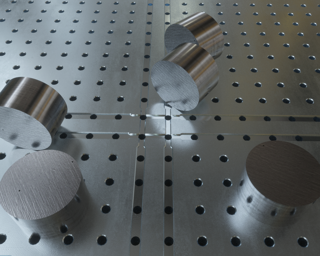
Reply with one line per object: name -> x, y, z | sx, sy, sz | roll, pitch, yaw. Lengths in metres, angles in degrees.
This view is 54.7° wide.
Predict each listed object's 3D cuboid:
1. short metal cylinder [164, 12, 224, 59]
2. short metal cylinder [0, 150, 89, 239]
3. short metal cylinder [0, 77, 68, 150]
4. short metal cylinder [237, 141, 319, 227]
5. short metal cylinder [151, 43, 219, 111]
short metal cylinder -> 0.053, -0.133, 0.484 | 0.050, 0.080, 0.080 | -35, 59, -26
short metal cylinder -> -0.121, 0.070, 0.331 | 0.081, 0.050, 0.080 | 0, 50, 0
short metal cylinder -> -0.163, -0.016, 0.384 | 0.080, 0.080, 0.050 | 9, 51, 7
short metal cylinder -> 0.130, 0.061, 0.342 | 0.081, 0.050, 0.080 | 0, 50, 0
short metal cylinder -> 0.034, -0.071, 0.432 | 0.080, 0.080, 0.050 | 31, 56, 23
